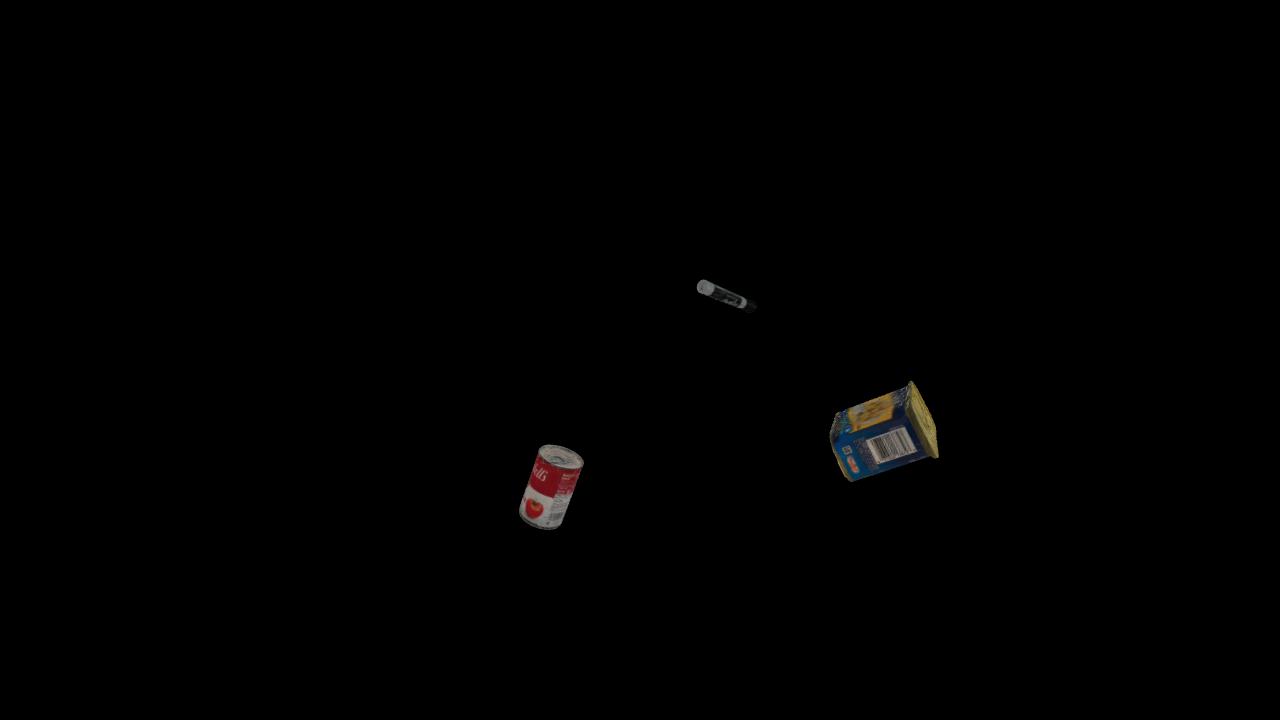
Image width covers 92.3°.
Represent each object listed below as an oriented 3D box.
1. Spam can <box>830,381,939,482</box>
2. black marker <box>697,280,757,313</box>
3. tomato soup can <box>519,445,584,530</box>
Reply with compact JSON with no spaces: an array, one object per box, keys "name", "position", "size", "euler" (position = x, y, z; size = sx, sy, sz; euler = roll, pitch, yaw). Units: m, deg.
[{"name":"Spam can","position":[0.242,0.071,0.613],"size":[0.085,0.058,0.101],"euler":[-26,3,27]},{"name":"black marker","position":[0.123,-0.086,0.853],"size":[0.020,0.020,0.121],"euler":[0,-10,45]},{"name":"tomato soup can","position":[-0.127,0.181,0.878],"size":[0.068,0.101,0.068],"euler":[19,14,-5]}]
